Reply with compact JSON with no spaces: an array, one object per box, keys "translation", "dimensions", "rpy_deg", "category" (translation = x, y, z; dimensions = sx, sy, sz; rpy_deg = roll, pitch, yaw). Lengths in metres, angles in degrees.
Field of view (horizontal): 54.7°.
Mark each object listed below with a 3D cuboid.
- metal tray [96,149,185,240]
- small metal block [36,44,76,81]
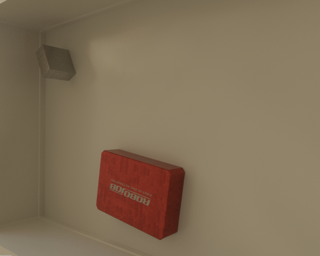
[{"translation":[-0.032,0.086,0.428],"dimensions":[0.130,0.030,0.089],"rpy_deg":[11,97,39],"category":"metal tray"},{"translation":[-0.180,-0.112,0.536],"dimensions":[0.025,0.050,0.050],"rpy_deg":[-33,70,35],"category":"small metal block"}]
